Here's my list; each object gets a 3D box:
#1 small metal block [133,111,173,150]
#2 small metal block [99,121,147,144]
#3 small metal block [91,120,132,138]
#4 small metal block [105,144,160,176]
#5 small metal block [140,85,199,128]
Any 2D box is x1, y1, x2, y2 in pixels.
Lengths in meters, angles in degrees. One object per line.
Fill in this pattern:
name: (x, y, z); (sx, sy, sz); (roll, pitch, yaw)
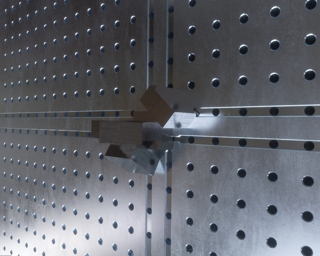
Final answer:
small metal block: (-0.010, 0.003, 0.419); (0.050, 0.025, 0.050); (2, 91, 39)
small metal block: (-0.044, 0.005, 0.385); (0.050, 0.050, 0.025); (2, 92, 3)
small metal block: (-0.063, 0.002, 0.445); (0.050, 0.050, 0.025); (2, 92, 40)
small metal block: (-0.037, 0.040, 0.422); (0.050, 0.050, 0.025); (2, 60, 40)
small metal block: (0.012, -0.026, 0.384); (0.050, 0.050, 0.025); (51, 119, 28)
